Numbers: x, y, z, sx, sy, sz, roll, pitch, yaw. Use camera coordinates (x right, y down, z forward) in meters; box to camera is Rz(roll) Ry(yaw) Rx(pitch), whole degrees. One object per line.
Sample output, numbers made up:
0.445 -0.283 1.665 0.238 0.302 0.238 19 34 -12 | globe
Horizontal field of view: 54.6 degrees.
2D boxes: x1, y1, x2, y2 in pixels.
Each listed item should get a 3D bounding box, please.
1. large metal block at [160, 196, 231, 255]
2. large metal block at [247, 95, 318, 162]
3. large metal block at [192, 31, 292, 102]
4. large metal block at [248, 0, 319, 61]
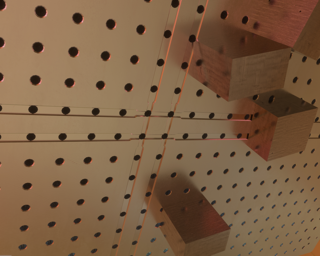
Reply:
0.055 0.164 0.506 0.081 0.080 0.050 -9 122 -24 | large metal block
0.195 -0.001 0.500 0.081 0.050 0.079 -12 124 -22 | large metal block
0.095 -0.079 0.378 0.081 0.080 0.050 -15 125 -20 | large metal block
0.168 -0.139 0.381 0.050 0.080 0.080 11 113 -33 | large metal block
